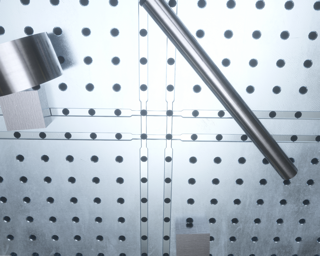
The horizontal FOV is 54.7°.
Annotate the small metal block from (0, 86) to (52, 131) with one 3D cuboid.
[{"bbox_3d":[-0.174,-0.025,0.402,0.050,0.025,0.050,-5,110,1],"label":"small metal block"}]

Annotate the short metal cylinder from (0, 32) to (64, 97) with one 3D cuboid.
[{"bbox_3d":[-0.159,-0.074,0.355,0.080,0.080,0.050,-16,110,5],"label":"short metal cylinder"}]

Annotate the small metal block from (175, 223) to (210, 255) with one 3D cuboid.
[{"bbox_3d":[0.050,0.176,0.478,0.050,0.025,0.050,-2,110,0],"label":"small metal block"}]

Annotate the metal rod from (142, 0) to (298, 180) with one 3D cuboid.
[{"bbox_3d":[0.086,-0.043,0.398,0.025,0.025,0.300,-39,106,13],"label":"metal rod"}]
